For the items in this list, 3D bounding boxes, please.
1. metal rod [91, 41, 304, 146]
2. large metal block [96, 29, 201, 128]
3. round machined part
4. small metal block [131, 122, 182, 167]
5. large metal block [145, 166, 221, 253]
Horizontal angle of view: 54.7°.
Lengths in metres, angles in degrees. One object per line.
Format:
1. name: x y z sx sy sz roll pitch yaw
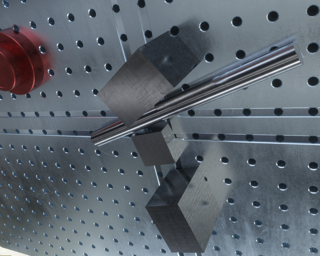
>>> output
1. metal rod: 0.019 -0.028 0.383 0.299 0.025 0.025 -21 107 36
2. large metal block: -0.011 -0.056 0.347 0.050 0.080 0.080 48 129 -5
3. round machined part: -0.227 -0.094 0.462 0.098 0.042 0.097 13 124 21
4. small metal block: -0.005 0.024 0.428 0.050 0.025 0.050 -11 113 32
5. large metal block: 0.035 0.111 0.426 0.050 0.080 0.080 -15 111 34
